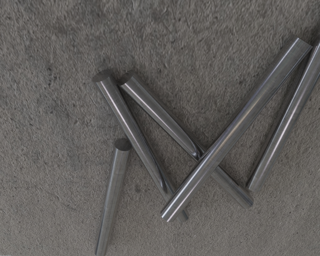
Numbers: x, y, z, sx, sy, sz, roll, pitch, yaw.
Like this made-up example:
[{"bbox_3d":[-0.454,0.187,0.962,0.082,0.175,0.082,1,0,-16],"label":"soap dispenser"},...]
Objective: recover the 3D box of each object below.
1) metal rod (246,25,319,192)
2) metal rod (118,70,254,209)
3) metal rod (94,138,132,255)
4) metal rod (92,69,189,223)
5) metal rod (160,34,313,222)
[{"bbox_3d":[0.165,-0.023,0.389,0.025,0.025,0.298,5,130,-5],"label":"metal rod"},{"bbox_3d":[0.052,0.032,0.434,0.025,0.025,0.300,-30,124,23],"label":"metal rod"},{"bbox_3d":[-0.084,0.133,0.519,0.025,0.025,0.298,10,130,-9],"label":"metal rod"},{"bbox_3d":[-0.014,0.046,0.446,0.025,0.025,0.299,-16,129,13],"label":"metal rod"},{"bbox_3d":[0.082,0.019,0.398,0.025,0.025,0.298,22,119,-18],"label":"metal rod"}]
